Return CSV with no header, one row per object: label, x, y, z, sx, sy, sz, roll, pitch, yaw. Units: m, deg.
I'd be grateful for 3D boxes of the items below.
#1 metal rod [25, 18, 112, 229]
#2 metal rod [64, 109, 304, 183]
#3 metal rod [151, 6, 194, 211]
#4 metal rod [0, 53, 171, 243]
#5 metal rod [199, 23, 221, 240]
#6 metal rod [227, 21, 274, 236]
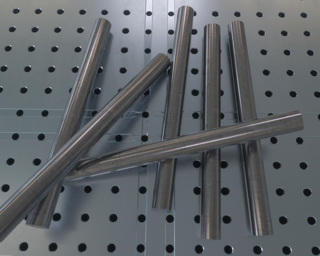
metal rod,-0.109,-0.025,0.402,0.025,0.025,0.300,9,63,3
metal rod,0.015,0.025,0.373,0.301,0.025,0.025,-13,70,7
metal rod,0.021,-0.040,0.426,0.025,0.025,0.299,7,70,2
metal rod,-0.078,0.002,0.372,0.025,0.025,0.301,33,59,11
metal rod,0.069,-0.009,0.415,0.025,0.025,0.299,4,70,1
metal rod,0.118,-0.014,0.417,0.025,0.025,0.299,-1,70,0
